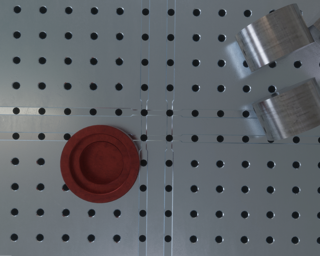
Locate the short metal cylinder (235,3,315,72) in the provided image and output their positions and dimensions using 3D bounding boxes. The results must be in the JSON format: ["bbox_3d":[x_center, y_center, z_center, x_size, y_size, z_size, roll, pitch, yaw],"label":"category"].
[{"bbox_3d":[0.142,-0.110,0.387,0.080,0.080,0.050,-25,90,0],"label":"short metal cylinder"}]

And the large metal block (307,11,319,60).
[{"bbox_3d":[0.243,-0.128,0.403,0.080,0.050,0.080,44,90,0],"label":"large metal block"}]

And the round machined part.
[{"bbox_3d":[-0.074,0.045,0.404,0.099,0.042,0.097,0,90,0],"label":"round machined part"}]

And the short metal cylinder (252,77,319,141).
[{"bbox_3d":[0.163,-0.023,0.387,0.080,0.080,0.050,-25,90,0],"label":"short metal cylinder"}]
